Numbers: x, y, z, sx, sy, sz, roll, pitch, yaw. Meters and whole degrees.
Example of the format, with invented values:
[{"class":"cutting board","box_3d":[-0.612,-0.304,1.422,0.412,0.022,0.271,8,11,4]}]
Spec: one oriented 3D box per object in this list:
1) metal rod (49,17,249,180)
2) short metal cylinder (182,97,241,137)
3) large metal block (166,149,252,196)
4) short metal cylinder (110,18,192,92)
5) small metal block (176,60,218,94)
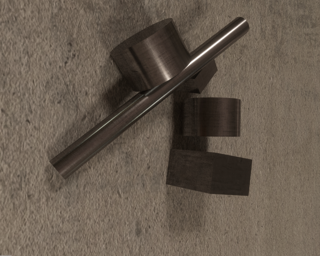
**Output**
[{"class":"metal rod","box_3d":[0.002,-0.048,0.369,0.301,0.025,0.025,-40,116,-20]},{"class":"short metal cylinder","box_3d":[0.071,-0.014,0.431,0.081,0.080,0.050,1,90,-40]},{"class":"large metal block","box_3d":[0.068,0.061,0.428,0.081,0.080,0.050,13,82,-40]},{"class":"short metal cylinder","box_3d":[-0.010,-0.086,0.362,0.080,0.080,0.050,-45,118,-31]},{"class":"small metal block","box_3d":[0.043,-0.075,0.423,0.050,0.050,0.025,-53,136,-27]}]
